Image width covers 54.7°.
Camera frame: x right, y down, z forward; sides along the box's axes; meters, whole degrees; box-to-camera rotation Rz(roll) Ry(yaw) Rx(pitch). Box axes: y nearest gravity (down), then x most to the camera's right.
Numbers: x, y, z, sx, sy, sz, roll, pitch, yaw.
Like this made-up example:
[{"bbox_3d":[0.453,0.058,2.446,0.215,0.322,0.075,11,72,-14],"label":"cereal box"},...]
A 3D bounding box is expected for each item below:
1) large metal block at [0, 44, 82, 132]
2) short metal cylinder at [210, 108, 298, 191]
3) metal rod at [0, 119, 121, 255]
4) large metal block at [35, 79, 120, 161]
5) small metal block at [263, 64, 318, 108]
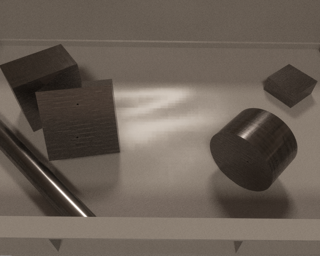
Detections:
[{"bbox_3d":[-0.150,-0.053,0.412,0.081,0.080,0.050,-28,56,-22],"label":"large metal block"},{"bbox_3d":[0.104,0.024,0.350,0.080,0.080,0.050,38,59,27],"label":"short metal cylinder"},{"bbox_3d":[-0.157,0.041,0.368,0.300,0.025,0.025,36,58,26],"label":"metal rod"},{"bbox_3d":[-0.093,-0.012,0.369,0.081,0.079,0.050,-7,17,-6],"label":"large metal block"},{"bbox_3d":[0.194,-0.063,0.461,0.050,0.025,0.050,-31,57,-24],"label":"small metal block"}]
